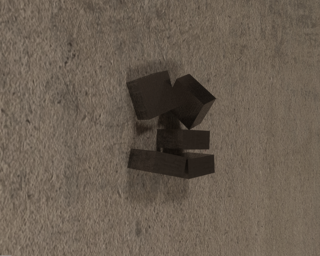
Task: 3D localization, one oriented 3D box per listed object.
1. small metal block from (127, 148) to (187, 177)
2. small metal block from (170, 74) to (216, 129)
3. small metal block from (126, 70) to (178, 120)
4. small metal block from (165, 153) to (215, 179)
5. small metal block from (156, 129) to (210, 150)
[{"bbox_3d":[-0.004,0.044,0.387,0.050,0.050,0.025,16,80,-39],"label":"small metal block"},{"bbox_3d":[0.039,-0.034,0.410,0.025,0.050,0.050,-28,66,-37],"label":"small metal block"},{"bbox_3d":[-0.010,-0.042,0.399,0.050,0.025,0.050,-27,107,-37],"label":"small metal block"},{"bbox_3d":[0.039,0.050,0.423,0.050,0.050,0.025,-5,94,-40],"label":"small metal block"},{"bbox_3d":[0.031,0.015,0.417,0.050,0.050,0.025,3,88,-40],"label":"small metal block"}]
